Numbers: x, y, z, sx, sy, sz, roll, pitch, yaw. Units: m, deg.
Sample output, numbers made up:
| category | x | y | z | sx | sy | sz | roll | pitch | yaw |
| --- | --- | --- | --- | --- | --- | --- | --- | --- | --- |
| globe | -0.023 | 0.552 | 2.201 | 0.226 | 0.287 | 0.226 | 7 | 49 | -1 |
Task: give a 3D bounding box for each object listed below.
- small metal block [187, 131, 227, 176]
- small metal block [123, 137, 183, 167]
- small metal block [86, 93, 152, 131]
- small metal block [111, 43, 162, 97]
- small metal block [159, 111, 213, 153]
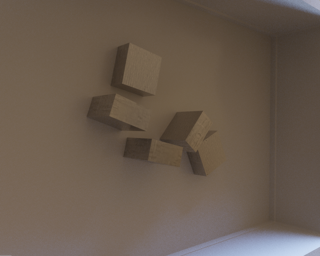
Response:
| category | x | y | z | sx | sy | sz | roll | pitch | yaw |
| --- | --- | --- | --- | --- | --- | --- | --- | --- | --- |
| small metal block | 0.069 | 0.037 | 0.464 | 0.050 | 0.025 | 0.050 | -31 | 109 | -36 |
| small metal block | -0.009 | 0.030 | 0.383 | 0.050 | 0.050 | 0.025 | 17 | 79 | -39 |
| small metal block | -0.046 | -0.016 | 0.351 | 0.050 | 0.050 | 0.025 | 23 | 75 | -38 |
| small metal block | -0.029 | -0.070 | 0.382 | 0.050 | 0.025 | 0.050 | 15 | 80 | -39 |
| small metal block | 0.035 | 0.004 | 0.420 | 0.025 | 0.050 | 0.050 | 48 | 61 | -29 |
